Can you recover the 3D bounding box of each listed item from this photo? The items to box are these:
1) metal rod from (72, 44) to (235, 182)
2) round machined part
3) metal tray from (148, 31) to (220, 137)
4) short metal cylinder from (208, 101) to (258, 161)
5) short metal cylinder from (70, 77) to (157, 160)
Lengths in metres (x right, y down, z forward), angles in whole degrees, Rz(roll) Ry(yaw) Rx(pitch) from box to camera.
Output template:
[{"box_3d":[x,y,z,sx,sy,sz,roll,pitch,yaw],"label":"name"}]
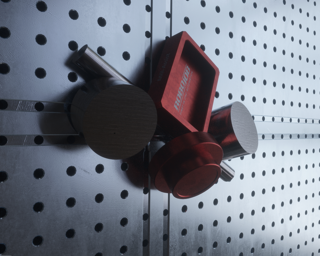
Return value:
[{"box_3d":[0.012,-0.003,0.419,0.301,0.025,0.025,38,67,-33],"label":"metal rod"},{"box_3d":[0.038,0.054,0.395,0.099,0.042,0.097,-18,140,-15],"label":"round machined part"},{"box_3d":[0.034,-0.053,0.415,0.090,0.030,0.130,39,53,-33],"label":"metal tray"},{"box_3d":[0.105,0.006,0.465,0.080,0.050,0.080,25,55,-42],"label":"short metal cylinder"},{"box_3d":[-0.050,-0.012,0.335,0.081,0.050,0.079,-10,111,-27],"label":"short metal cylinder"}]
